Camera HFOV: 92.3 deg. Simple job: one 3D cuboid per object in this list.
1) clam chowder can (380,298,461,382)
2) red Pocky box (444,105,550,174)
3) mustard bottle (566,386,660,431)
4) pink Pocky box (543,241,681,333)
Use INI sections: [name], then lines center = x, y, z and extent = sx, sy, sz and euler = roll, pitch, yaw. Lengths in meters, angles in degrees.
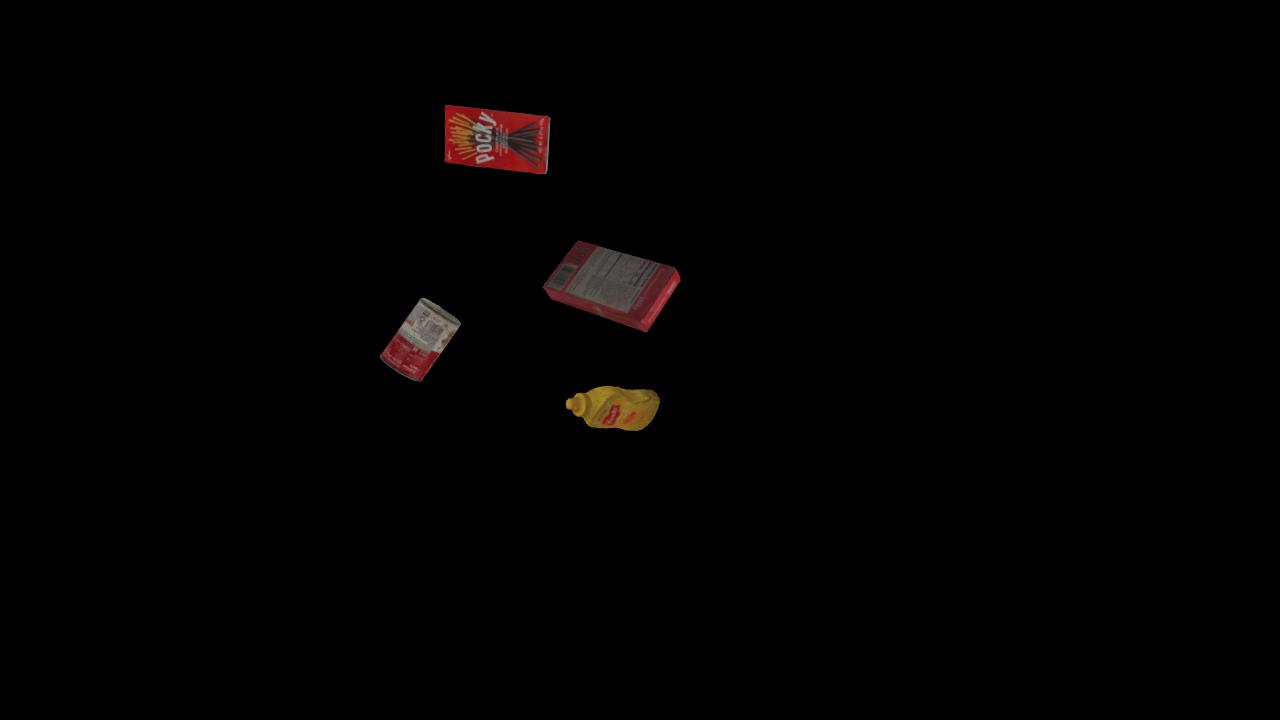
[clam chowder can]
center = -0.312, -0.030, 0.879
extent = 0.068, 0.102, 0.068
euler = 35, 0, 0
[red Pocky box]
center = -0.212, -0.324, 0.907
extent = 0.155, 0.083, 0.028
euler = 8, 21, 6
[mustard bottle]
center = -0.056, 0.086, 1.118
extent = 0.184, 0.054, 0.092
euler = 10, -48, -40
[pink Pocky box]
center = -0.036, -0.093, 0.756
extent = 0.155, 0.084, 0.029
euler = 20, -23, 29
